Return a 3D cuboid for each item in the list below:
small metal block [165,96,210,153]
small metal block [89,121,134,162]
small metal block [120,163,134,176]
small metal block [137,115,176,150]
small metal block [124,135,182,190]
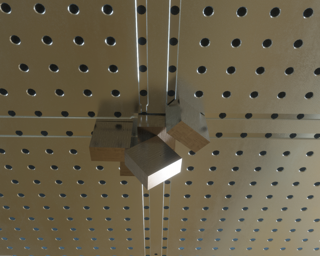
[{"bbox_3d":[0.034,-0.005,0.391,0.050,0.050,0.025,35,121,-26],"label":"small metal block"},{"bbox_3d":[-0.062,0.017,0.409,0.050,0.050,0.025,2,131,-1],"label":"small metal block"},{"bbox_3d":[-0.027,0.048,0.432,0.050,0.050,0.025,1,99,-1],"label":"small metal block"},{"bbox_3d":[-0.004,0.009,0.419,0.050,0.025,0.050,0,130,-2],"label":"small metal block"},{"bbox_3d":[-0.009,0.042,0.384,0.050,0.050,0.025,-25,138,-29],"label":"small metal block"}]
